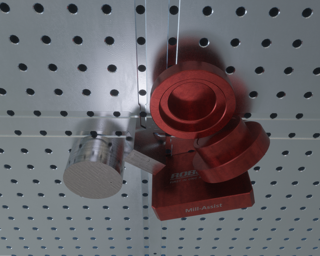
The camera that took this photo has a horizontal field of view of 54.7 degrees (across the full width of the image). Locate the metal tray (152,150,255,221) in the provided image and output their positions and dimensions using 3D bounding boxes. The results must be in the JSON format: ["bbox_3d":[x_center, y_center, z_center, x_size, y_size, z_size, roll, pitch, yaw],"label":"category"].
[{"bbox_3d":[0.056,0.074,0.432,0.131,0.090,0.030,-12,129,9],"label":"metal tray"}]

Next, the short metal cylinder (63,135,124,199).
[{"bbox_3d":[-0.092,0.057,0.443,0.081,0.050,0.079,0,130,0],"label":"short metal cylinder"}]

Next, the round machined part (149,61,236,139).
[{"bbox_3d":[0.037,-0.036,0.369,0.099,0.042,0.097,0,130,0],"label":"round machined part"}]

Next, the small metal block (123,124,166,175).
[{"bbox_3d":[-0.020,0.029,0.420,0.050,0.050,0.025,29,124,-23],"label":"small metal block"}]

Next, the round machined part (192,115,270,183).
[{"bbox_3d":[0.081,0.020,0.386,0.098,0.098,0.042,-30,104,23],"label":"round machined part"}]
